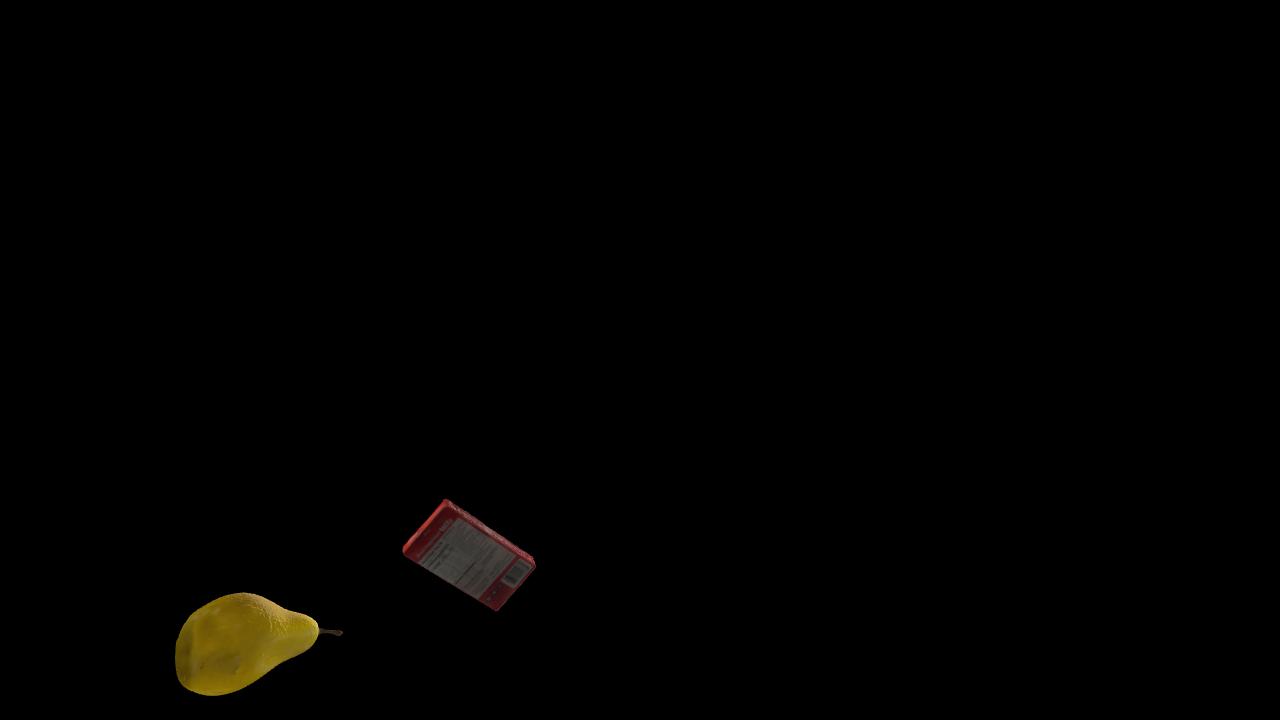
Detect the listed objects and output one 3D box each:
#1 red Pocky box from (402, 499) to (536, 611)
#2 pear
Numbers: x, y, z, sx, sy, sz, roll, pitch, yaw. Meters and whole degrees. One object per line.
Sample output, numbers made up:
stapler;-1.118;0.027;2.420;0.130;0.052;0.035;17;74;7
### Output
red Pocky box;-0.219;0.255;0.800;0.155;0.083;0.028;43;-3;-23
pear;-0.307;0.226;0.502;0.080;0.080;0.111;0;-10;37
